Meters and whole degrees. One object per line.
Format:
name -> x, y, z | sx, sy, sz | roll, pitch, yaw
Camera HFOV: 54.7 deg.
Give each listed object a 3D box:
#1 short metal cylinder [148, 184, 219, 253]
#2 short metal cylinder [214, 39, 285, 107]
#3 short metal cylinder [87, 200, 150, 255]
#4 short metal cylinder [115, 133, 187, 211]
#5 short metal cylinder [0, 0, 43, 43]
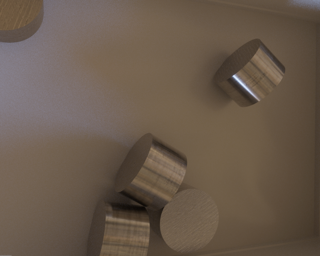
short metal cylinder -> 0.029, 0.115, 0.408 | 0.081, 0.050, 0.080 | 0, 90, -20
short metal cylinder -> 0.121, -0.075, 0.426 | 0.050, 0.080, 0.080 | 41, 77, -16
short metal cylinder -> -0.050, 0.128, 0.363 | 0.050, 0.080, 0.080 | 14, 86, -20
short metal cylinder -> -0.012, 0.053, 0.377 | 0.050, 0.080, 0.080 | 33, 80, -17
short metal cylinder -> -0.169, -0.138, 0.335 | 0.081, 0.050, 0.080 | 0, 90, -20
